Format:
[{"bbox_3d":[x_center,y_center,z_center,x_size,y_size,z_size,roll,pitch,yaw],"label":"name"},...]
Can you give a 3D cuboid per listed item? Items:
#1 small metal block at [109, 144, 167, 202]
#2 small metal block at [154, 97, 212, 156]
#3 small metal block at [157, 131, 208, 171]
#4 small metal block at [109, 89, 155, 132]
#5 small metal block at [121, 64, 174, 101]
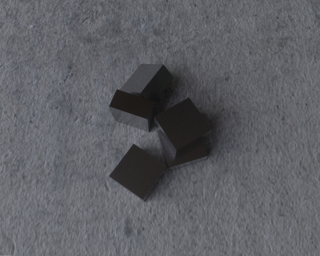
[{"bbox_3d":[-0.027,0.056,0.387,0.050,0.025,0.050,33,73,11],"label":"small metal block"},{"bbox_3d":[0.028,-0.002,0.383,0.050,0.025,0.050,-30,73,-11],"label":"small metal block"},{"bbox_3d":[0.028,0.023,0.400,0.050,0.025,0.050,-16,71,-6],"label":"small metal block"},{"bbox_3d":[-0.034,-0.021,0.402,0.050,0.050,0.025,19,72,6],"label":"small metal block"},{"bbox_3d":[-0.018,-0.059,0.415,0.050,0.025,0.050,15,63,50],"label":"small metal block"}]
